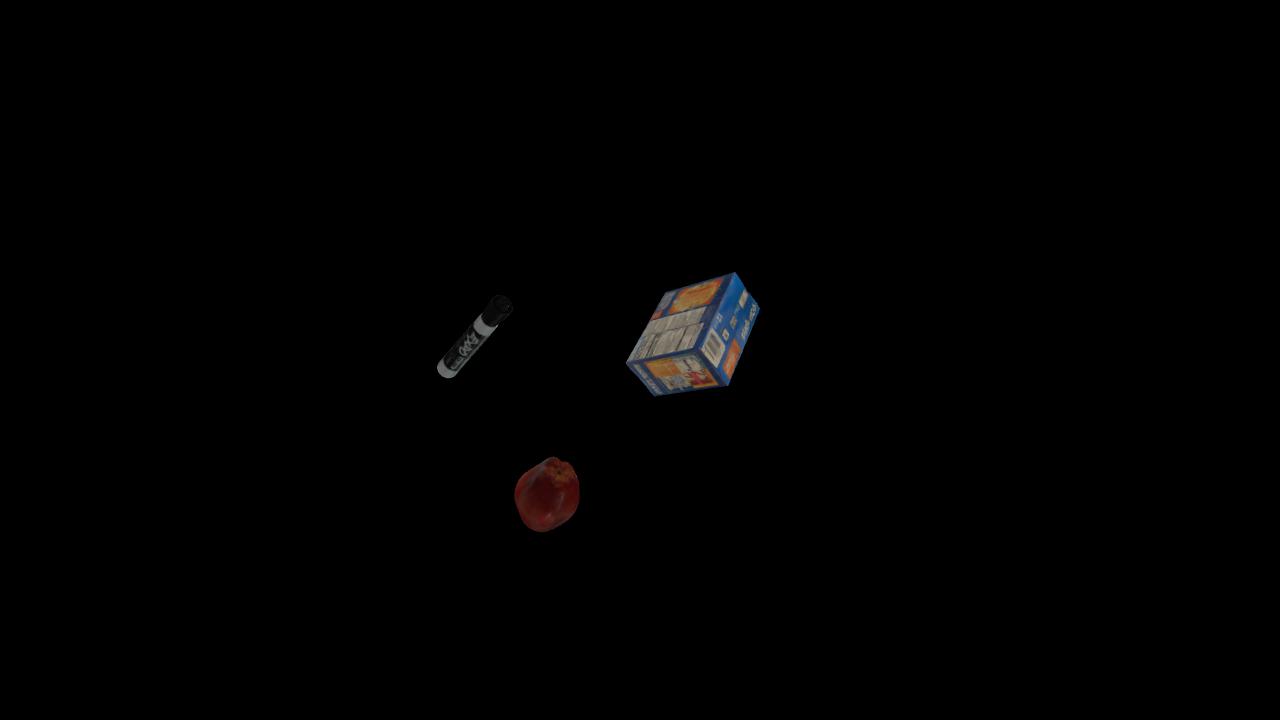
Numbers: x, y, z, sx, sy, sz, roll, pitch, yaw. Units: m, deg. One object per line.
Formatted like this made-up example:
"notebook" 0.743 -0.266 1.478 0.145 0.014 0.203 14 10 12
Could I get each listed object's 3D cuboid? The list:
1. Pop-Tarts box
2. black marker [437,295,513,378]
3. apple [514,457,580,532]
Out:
"Pop-Tarts box" 0.082 -0.037 0.930 0.141 0.167 0.083 -11 -52 41
"black marker" -0.142 -0.019 0.524 0.020 0.020 0.121 0 -27 -42
"apple" -0.112 0.163 0.742 0.079 0.079 0.093 0 -44 -42
